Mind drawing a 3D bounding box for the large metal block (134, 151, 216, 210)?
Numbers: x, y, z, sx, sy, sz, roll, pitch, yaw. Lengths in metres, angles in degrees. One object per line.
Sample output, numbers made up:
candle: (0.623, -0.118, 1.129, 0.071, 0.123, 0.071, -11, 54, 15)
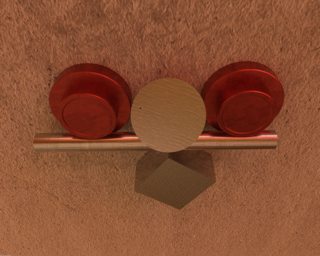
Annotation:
large metal block: (0.020, 0.064, 0.444, 0.080, 0.050, 0.080, 28, 125, -22)

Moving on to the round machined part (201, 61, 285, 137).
round machined part: (0.101, -0.028, 0.375, 0.099, 0.042, 0.097, 0, 130, 0)

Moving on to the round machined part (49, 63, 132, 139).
round machined part: (-0.084, -0.025, 0.375, 0.099, 0.042, 0.097, 0, 130, 0)

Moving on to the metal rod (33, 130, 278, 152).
metal rod: (-0.006, 0.017, 0.395, 0.302, 0.025, 0.025, -1, 130, 0)

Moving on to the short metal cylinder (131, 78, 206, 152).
short metal cylinder: (0.009, -0.015, 0.355, 0.080, 0.050, 0.079, 0, 95, 0)
